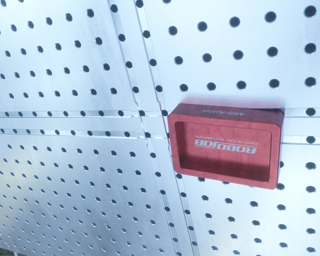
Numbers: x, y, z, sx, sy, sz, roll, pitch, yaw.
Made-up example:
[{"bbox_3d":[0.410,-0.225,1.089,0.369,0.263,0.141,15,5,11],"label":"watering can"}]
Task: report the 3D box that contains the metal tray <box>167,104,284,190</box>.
[{"bbox_3d":[0.078,0.021,0.378,0.130,0.030,0.089,6,121,24],"label":"metal tray"}]
